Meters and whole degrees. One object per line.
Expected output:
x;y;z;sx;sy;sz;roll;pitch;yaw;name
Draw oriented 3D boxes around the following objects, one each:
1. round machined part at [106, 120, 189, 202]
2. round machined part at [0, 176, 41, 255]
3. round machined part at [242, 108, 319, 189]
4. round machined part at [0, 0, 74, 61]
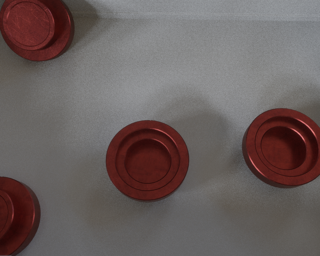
-0.015;0.043;0.385;0.099;0.042;0.098;0;70;0;round machined part
-0.196;0.105;0.361;0.099;0.042;0.098;0;70;0;round machined part
0.153;0.028;0.391;0.099;0.042;0.098;0;70;0;round machined part
-0.172;-0.141;0.426;0.099;0.042;0.097;0;105;0;round machined part
